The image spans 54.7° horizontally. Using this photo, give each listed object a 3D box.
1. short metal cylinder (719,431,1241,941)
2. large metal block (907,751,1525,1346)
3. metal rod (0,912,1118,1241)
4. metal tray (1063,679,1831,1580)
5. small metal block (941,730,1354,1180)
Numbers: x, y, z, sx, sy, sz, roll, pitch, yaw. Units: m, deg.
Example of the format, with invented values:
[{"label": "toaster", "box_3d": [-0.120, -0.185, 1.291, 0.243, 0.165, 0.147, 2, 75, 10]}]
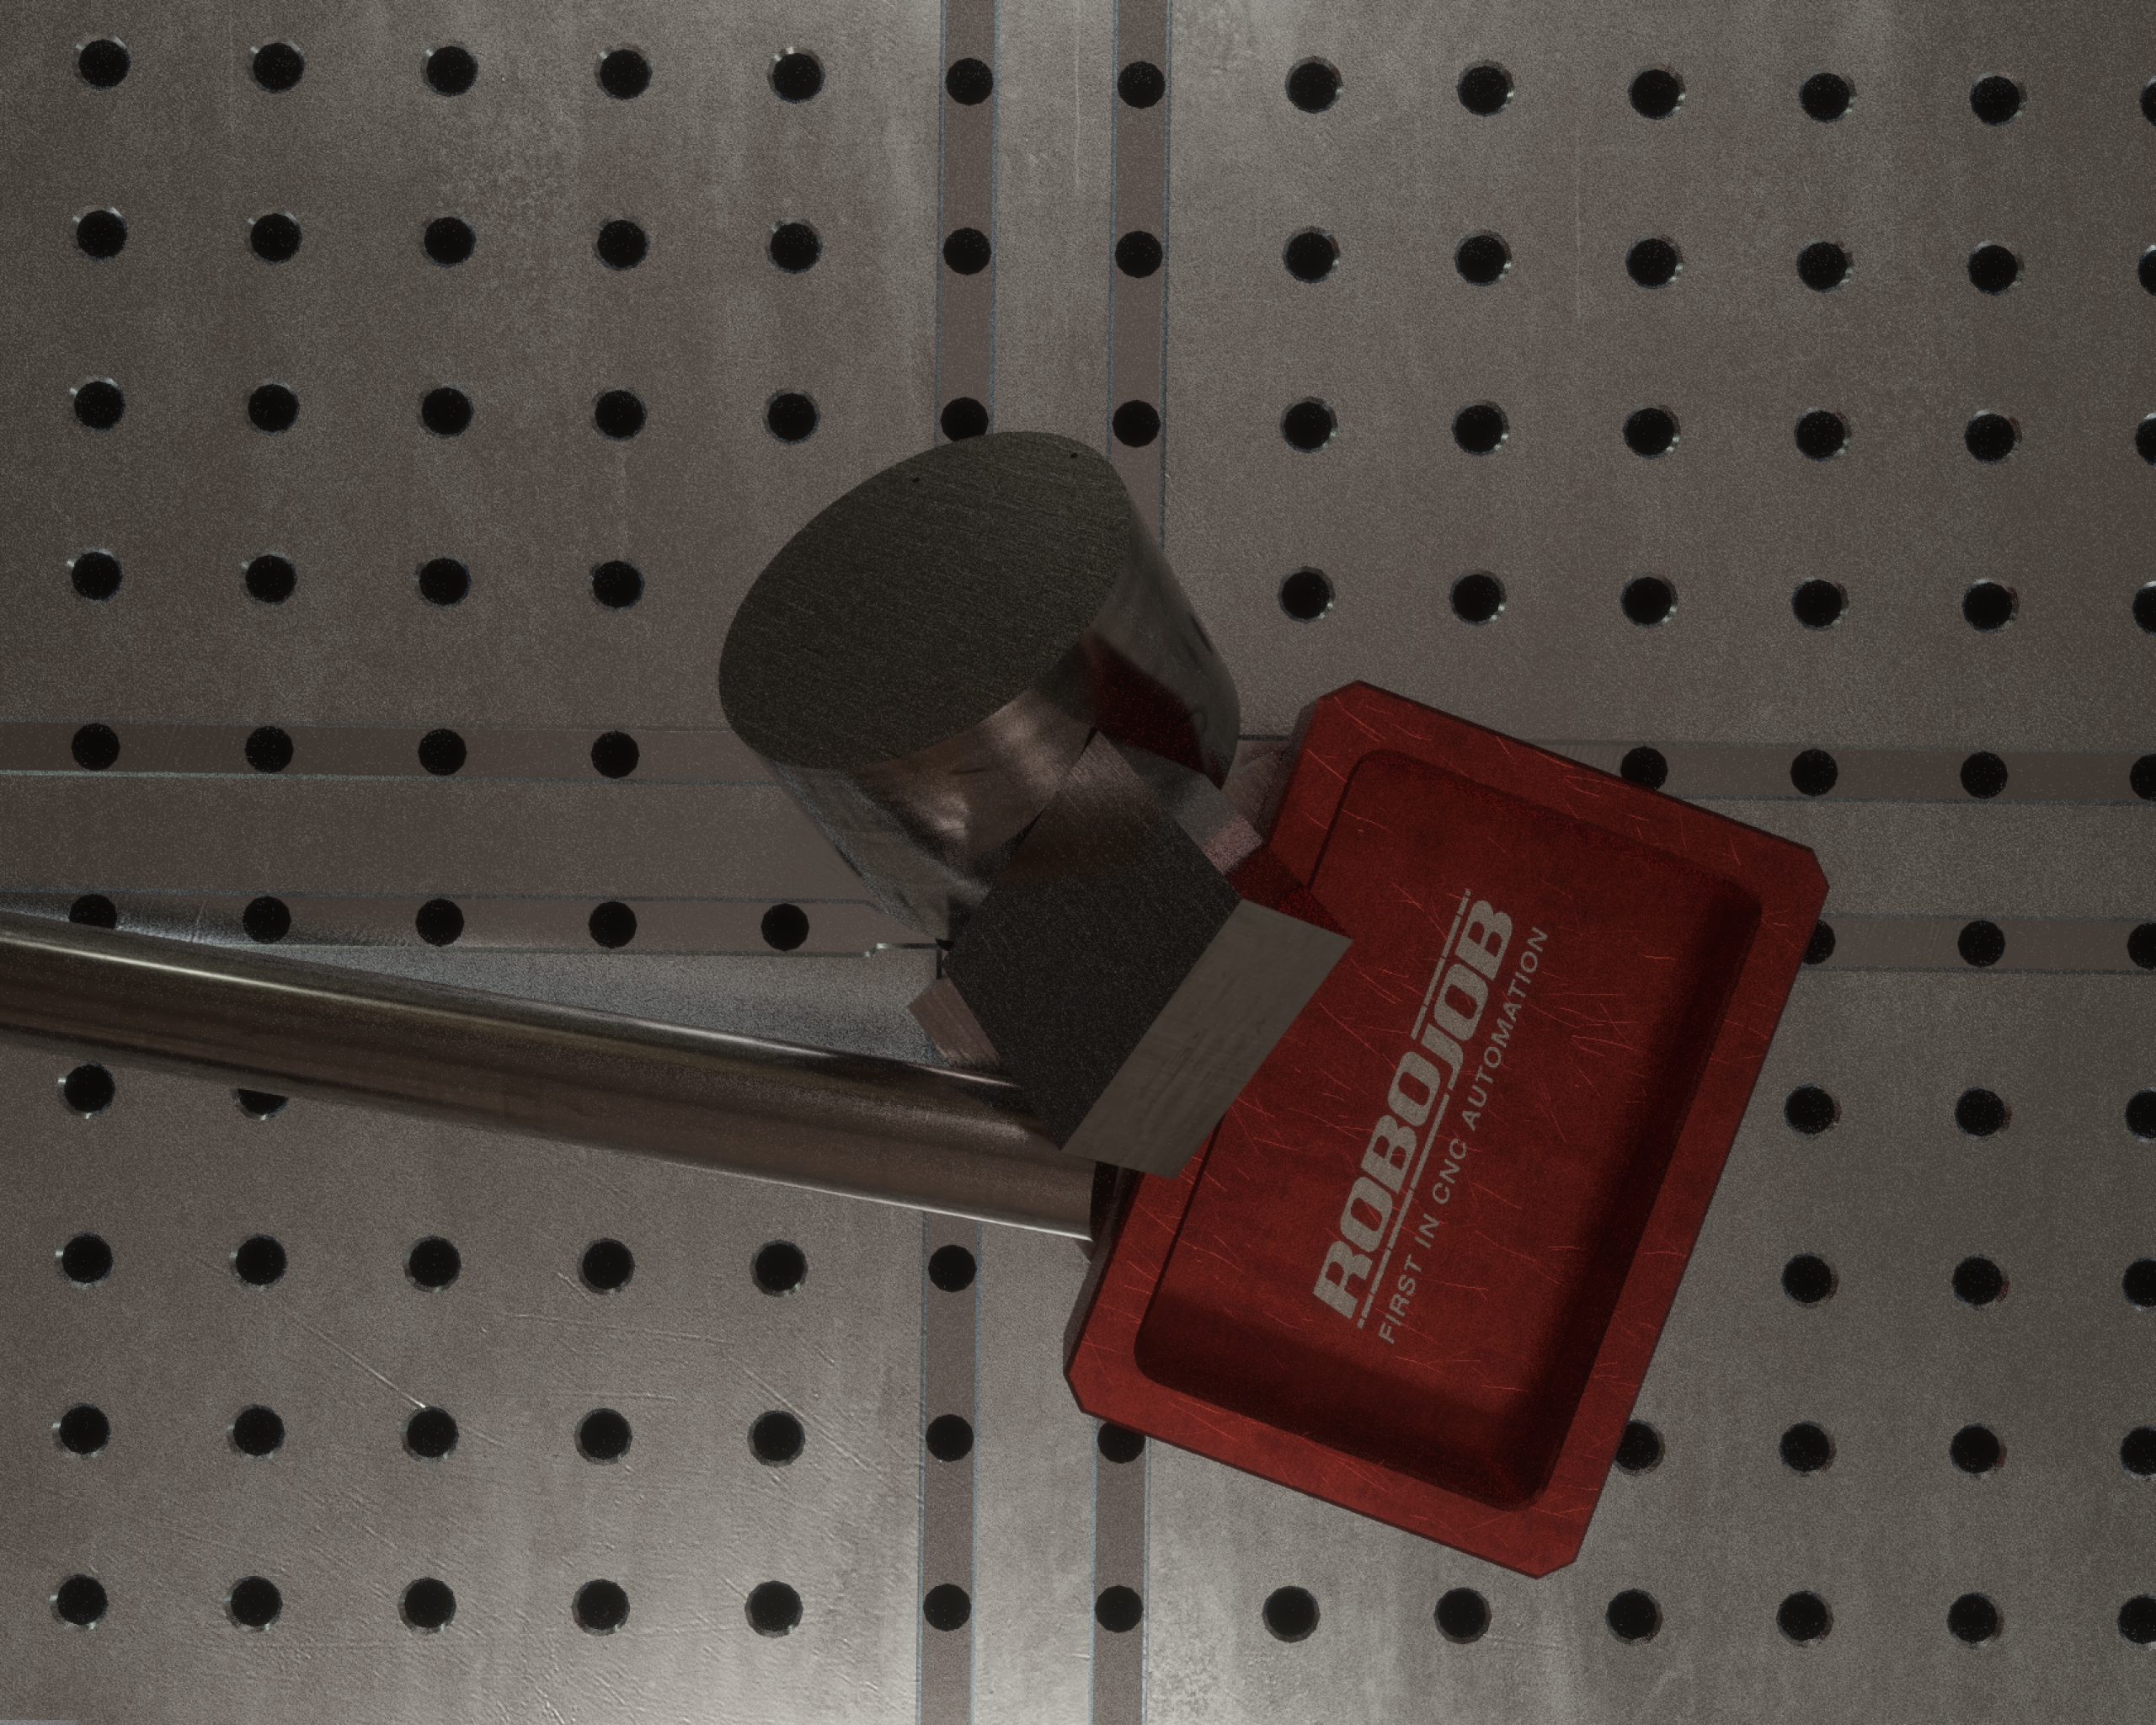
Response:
[{"label": "short metal cylinder", "box_3d": [-0.017, -0.032, 0.379, 0.080, 0.080, 0.050, -35, 133, 0]}, {"label": "large metal block", "box_3d": [0.025, 0.035, 0.400, 0.080, 0.050, 0.080, -35, 90, 0]}, {"label": "metal rod", "box_3d": [-0.142, 0.031, 0.382, 0.301, 0.025, 0.025, 8, 90, 11]}, {"label": "metal tray", "box_3d": [0.061, 0.044, 0.359, 0.090, 0.030, 0.129, 21, 90, 0]}, {"label": "small metal block", "box_3d": [0.010, 0.015, 0.341, 0.025, 0.050, 0.050, 21, 111, -39]}]
